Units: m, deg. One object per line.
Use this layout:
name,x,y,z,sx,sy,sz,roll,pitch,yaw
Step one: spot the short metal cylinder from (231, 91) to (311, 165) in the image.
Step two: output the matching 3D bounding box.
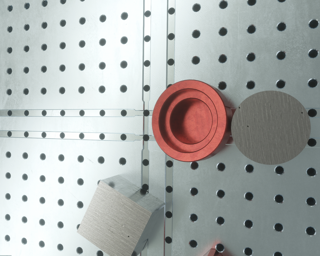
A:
short metal cylinder,0.125,-0.001,0.355,0.080,0.050,0.080,0,90,19

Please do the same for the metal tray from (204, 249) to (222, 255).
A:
metal tray,0.054,0.231,0.390,0.090,0.030,0.130,45,104,14

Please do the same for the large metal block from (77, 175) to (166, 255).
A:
large metal block,-0.052,0.121,0.417,0.080,0.050,0.080,28,99,17

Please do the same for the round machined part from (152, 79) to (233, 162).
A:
round machined part,0.042,-0.008,0.382,0.098,0.042,0.097,-1,87,31
